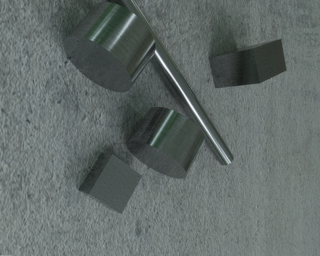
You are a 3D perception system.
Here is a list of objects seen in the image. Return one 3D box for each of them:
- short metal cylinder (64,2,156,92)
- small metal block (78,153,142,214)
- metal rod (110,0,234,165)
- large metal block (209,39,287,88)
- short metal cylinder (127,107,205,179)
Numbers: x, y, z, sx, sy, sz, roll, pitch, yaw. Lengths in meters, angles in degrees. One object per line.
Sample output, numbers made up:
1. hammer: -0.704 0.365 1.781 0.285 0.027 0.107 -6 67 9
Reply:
1. short metal cylinder: -0.052 -0.083 0.327 0.080 0.080 0.050 45 63 -31
2. small metal block: -0.056 0.064 0.359 0.050 0.025 0.050 43 64 -32
3. metal rod: 0.027 -0.056 0.429 0.025 0.025 0.300 -52 121 -27
4. large metal block: 0.138 -0.100 0.487 0.081 0.080 0.050 -25 107 -37
5. short metal cylinder: 0.007 0.019 0.377 0.080 0.080 0.050 46 63 -31
